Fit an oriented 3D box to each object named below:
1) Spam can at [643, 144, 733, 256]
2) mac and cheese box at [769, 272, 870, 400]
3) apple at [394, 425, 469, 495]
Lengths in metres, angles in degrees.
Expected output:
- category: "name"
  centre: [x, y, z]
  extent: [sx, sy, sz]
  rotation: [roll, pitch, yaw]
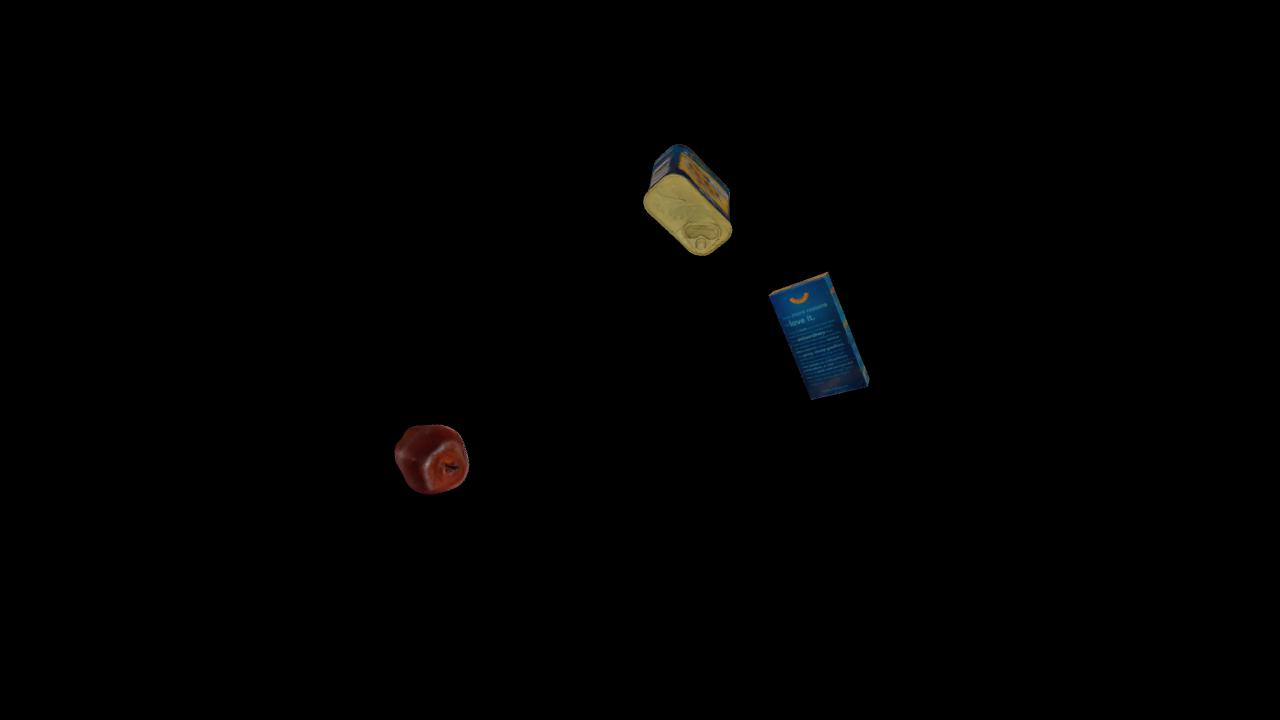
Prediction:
- category: "Spam can"
  centre: [0.056, -0.180, 0.685]
  extent: [0.101, 0.085, 0.058]
  rotation: [39, -53, -25]
- category: "mac and cheese box"
  centre: [0.279, -0.035, 0.956]
  extent: [0.093, 0.184, 0.041]
  rotation: [-18, 12, 33]
- category: "apple"
  centre: [-0.234, 0.111, 0.697]
  extent: [0.093, 0.079, 0.079]
  rotation: [15, 10, 41]
